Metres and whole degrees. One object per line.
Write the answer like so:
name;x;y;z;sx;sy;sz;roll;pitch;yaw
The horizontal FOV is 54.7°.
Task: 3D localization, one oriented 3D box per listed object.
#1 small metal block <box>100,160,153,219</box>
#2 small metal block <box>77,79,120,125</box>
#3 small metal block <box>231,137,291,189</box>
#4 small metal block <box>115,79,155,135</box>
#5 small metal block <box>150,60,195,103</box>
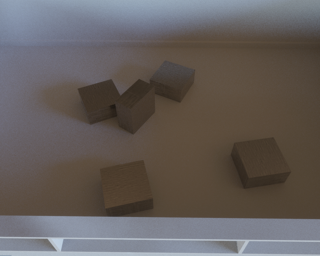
small metal block;-0.038;0.068;0.348;0.050;0.025;0.050;-10;51;-9
small metal block;-0.082;-0.038;0.436;0.050;0.025;0.050;-19;53;-16
small metal block;0.119;0.041;0.371;0.050;0.025;0.050;-7;50;-6
small metal block;-0.031;-0.028;0.412;0.025;0.050;0.050;28;55;21
small metal block;0.019;-0.071;0.464;0.050;0.025;0.050;21;53;17
